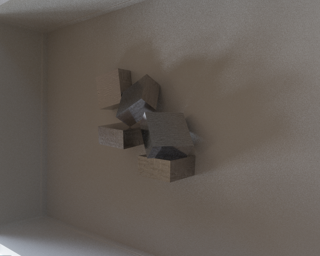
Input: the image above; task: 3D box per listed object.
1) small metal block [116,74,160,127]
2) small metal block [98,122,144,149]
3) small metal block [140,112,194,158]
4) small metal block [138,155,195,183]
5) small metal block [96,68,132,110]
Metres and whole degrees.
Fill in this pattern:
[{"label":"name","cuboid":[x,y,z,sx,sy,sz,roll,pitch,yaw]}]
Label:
[{"label":"small metal block","cuboid":[-0.029,-0.037,0.414,0.050,0.025,0.050,-31,34,34]},{"label":"small metal block","cuboid":[-0.050,0.009,0.430,0.050,0.050,0.025,8,103,40]},{"label":"small metal block","cuboid":[0.007,0.008,0.373,0.025,0.050,0.050,115,149,-48]},{"label":"small metal block","cuboid":[0.008,0.047,0.383,0.050,0.050,0.025,4,95,40]},{"label":"small metal block","cuboid":[-0.068,-0.057,0.463,0.050,0.025,0.050,-12,83,39]}]
